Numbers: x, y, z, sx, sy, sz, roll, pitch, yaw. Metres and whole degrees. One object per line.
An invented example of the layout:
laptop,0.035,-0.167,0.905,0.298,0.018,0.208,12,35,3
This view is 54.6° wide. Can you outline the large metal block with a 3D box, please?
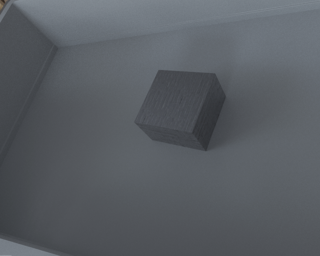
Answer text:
large metal block,0.027,-0.024,0.391,0.080,0.050,0.080,10,67,32
